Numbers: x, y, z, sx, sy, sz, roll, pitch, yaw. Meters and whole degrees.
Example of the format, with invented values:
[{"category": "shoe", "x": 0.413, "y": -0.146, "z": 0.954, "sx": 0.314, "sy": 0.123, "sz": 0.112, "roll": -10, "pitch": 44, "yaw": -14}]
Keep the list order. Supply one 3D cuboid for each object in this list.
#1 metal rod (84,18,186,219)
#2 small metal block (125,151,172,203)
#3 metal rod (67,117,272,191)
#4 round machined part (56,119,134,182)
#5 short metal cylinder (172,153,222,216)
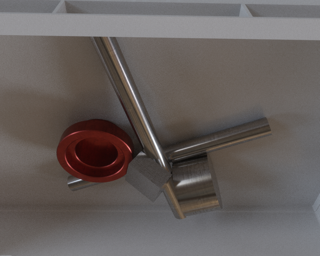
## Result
[{"category": "metal rod", "x": -0.016, "y": 0.011, "z": 0.393, "sx": 0.025, "sy": 0.025, "sz": 0.299, "roll": -15, "pitch": 122, "yaw": 12}, {"category": "small metal block", "x": -0.017, "y": 0.065, "z": 0.409, "sx": 0.050, "sy": 0.025, "sz": 0.050, "roll": 36, "pitch": 147, "yaw": 12}, {"category": "metal rod", "x": 0.004, "y": 0.041, "z": 0.443, "sx": 0.301, "sy": 0.025, "sz": 0.025, "roll": -18, "pitch": 128, "yaw": 14}, {"category": "round machined part", "x": -0.084, "y": 0.026, "z": 0.418, "sx": 0.099, "sy": 0.042, "sz": 0.097, "roll": -1, "pitch": 130, "yaw": 0}, {"category": "short metal cylinder", "x": 0.054, "y": 0.080, "z": 0.440, "sx": 0.050, "sy": 0.080, "sz": 0.080, "roll": -15, "pitch": 129, "yaw": 12}]
